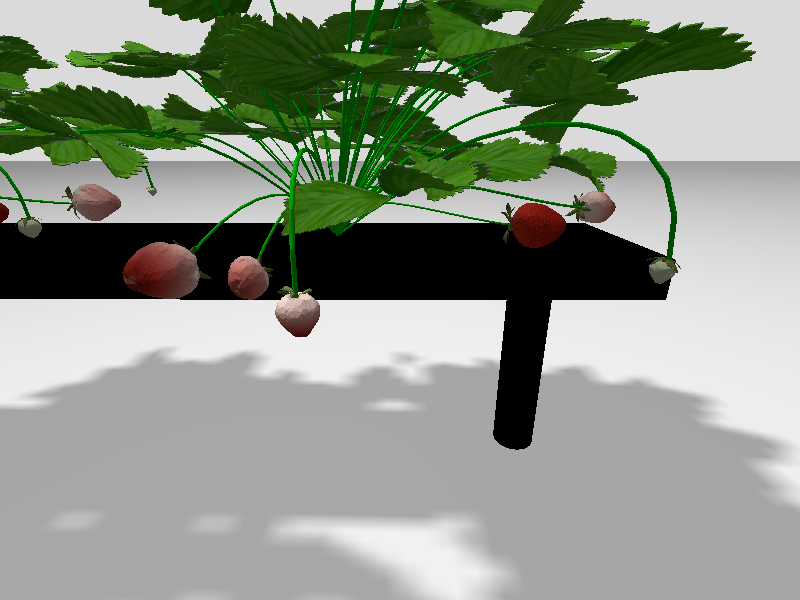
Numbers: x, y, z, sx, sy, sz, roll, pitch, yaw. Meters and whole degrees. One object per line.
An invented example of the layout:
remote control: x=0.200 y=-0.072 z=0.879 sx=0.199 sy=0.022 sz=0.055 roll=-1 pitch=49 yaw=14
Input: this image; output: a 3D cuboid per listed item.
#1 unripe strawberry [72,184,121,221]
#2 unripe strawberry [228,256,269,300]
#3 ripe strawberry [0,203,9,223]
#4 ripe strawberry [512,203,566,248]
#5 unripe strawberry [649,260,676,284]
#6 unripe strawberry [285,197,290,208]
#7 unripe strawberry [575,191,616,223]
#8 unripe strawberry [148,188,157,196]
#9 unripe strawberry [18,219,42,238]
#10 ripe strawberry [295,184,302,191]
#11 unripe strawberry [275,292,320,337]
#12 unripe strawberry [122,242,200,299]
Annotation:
unripe strawberry: x=-0.312 y=-0.101 z=0.414 sx=0.038 sy=0.038 sz=0.042 roll=-7 pitch=22 yaw=-20
unripe strawberry: x=-0.076 y=-0.010 z=0.197 sx=0.019 sy=0.022 sz=0.021 roll=3 pitch=35 yaw=7
ripe strawberry: x=-0.400 y=-0.086 z=0.391 sx=0.026 sy=0.028 sz=0.024 roll=-8 pitch=22 yaw=-22
ripe strawberry: x=0.103 y=-0.056 z=0.300 sx=0.039 sy=0.033 sz=0.039 roll=7 pitch=22 yaw=16
unripe strawberry: x=0.135 y=-0.015 z=0.206 sx=0.012 sy=0.012 sz=0.013 roll=16 pitch=26 yaw=36
unripe strawberry: x=-0.126 y=-0.111 z=0.472 sx=0.018 sy=0.019 sz=0.020 roll=-11 pitch=-7 yaw=-27
unripe strawberry: x=0.196 y=-0.093 z=0.400 sx=0.037 sy=0.032 sz=0.037 roll=-4 pitch=21 yaw=-12
unripe strawberry: x=-0.311 y=-0.136 z=0.502 sx=0.010 sy=0.010 sz=0.011 roll=-17 pitch=26 yaw=-38
unripe strawberry: x=-0.293 y=-0.057 z=0.318 sx=0.015 sy=0.015 sz=0.014 roll=3 pitch=21 yaw=8
ripe strawberry: x=-0.131 y=-0.141 z=0.537 sx=0.028 sy=0.030 sz=0.030 roll=-8 pitch=21 yaw=-19
unripe strawberry: x=-0.041 y=0.007 z=0.162 sx=0.018 sy=0.019 sz=0.018 roll=-1 pitch=21 yaw=-4
unripe strawberry: x=-0.116 y=-0.013 z=0.194 sx=0.032 sy=0.029 sz=0.029 roll=8 pitch=22 yaw=19
